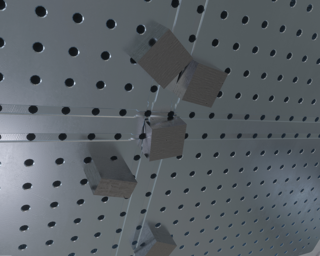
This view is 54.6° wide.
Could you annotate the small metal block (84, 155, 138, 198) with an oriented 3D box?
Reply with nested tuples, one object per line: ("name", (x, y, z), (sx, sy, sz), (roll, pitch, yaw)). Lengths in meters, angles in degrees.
("small metal block", (-0.064, 0.062, 0.398), (0.050, 0.050, 0.025), (15, 111, -34))

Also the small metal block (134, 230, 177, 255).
("small metal block", (-0.008, 0.208, 0.535), (0.050, 0.025, 0.050), (29, 102, -38))

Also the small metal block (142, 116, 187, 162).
("small metal block", (0.005, 0.014, 0.422), (0.050, 0.025, 0.050), (-8, 122, -24))

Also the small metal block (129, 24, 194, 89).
("small metal block", (0.002, -0.083, 0.361), (0.050, 0.025, 0.050), (-46, 129, 4))

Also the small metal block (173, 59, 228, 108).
("small metal block", (0.052, -0.058, 0.403), (0.050, 0.025, 0.050), (11, 113, -33))
